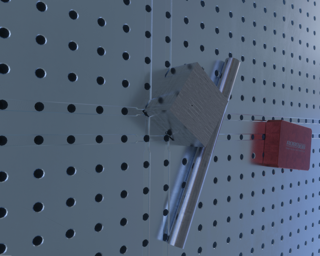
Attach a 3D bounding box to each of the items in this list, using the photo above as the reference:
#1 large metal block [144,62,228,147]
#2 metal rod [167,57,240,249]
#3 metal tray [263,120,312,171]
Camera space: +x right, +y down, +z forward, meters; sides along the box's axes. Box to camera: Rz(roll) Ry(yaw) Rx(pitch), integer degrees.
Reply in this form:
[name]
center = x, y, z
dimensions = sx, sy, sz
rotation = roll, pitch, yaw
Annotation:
[large metal block]
center = 0.038, -0.030, 0.425
dimensions = 0.080, 0.050, 0.080
rotation = 44, 63, -31
[metal rod]
center = 0.070, 0.027, 0.467
dimensions = 0.025, 0.025, 0.299
rotation = 32, 70, -36
[metal tray]
center = 0.260, 0.037, 0.623
dimensions = 0.131, 0.030, 0.090
rotation = 10, 84, -40
